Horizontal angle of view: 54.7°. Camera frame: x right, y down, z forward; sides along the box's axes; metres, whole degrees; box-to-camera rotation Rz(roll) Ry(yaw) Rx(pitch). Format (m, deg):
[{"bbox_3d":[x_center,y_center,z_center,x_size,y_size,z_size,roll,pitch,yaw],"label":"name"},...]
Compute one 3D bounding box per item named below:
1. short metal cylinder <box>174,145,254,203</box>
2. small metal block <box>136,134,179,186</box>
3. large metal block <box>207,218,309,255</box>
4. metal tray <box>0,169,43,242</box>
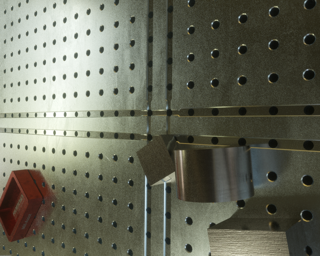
[{"bbox_3d":[0.056,0.046,0.327,0.080,0.081,0.050,-6,86,40],"label":"short metal cylinder"},{"bbox_3d":[0.002,0.042,0.408,0.050,0.025,0.050,-36,68,34],"label":"small metal block"},{"bbox_3d":[0.101,0.136,0.310,0.080,0.050,0.080,-13,82,39],"label":"large metal block"},{"bbox_3d":[-0.299,0.163,0.653,0.090,0.030,0.129,47,118,30],"label":"metal tray"}]
